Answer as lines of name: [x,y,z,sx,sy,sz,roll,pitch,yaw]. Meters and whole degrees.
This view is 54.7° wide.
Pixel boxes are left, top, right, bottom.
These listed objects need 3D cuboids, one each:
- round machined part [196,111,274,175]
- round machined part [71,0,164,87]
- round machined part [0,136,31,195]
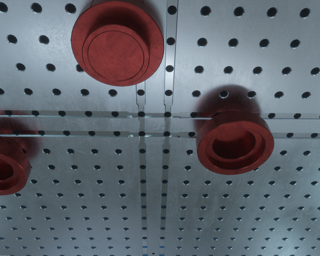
round machined part: [0.097,0.015,0.415,0.099,0.042,0.097,-1,130,0]
round machined part: [-0.045,-0.085,0.328,0.099,0.042,0.097,-1,130,0]
round machined part: [-0.233,0.049,0.439,0.099,0.042,0.097,-1,130,0]
